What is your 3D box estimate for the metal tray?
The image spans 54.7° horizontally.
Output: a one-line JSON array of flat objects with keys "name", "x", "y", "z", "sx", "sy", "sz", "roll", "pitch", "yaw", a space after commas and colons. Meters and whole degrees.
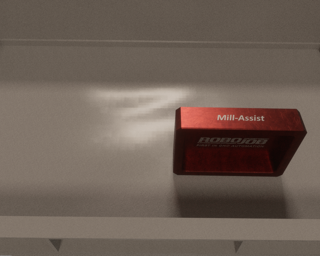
[{"name": "metal tray", "x": 0.082, "y": 0.018, "z": 0.348, "sx": 0.131, "sy": 0.089, "sz": 0.030, "roll": 1, "pitch": 50, "yaw": 0}]
